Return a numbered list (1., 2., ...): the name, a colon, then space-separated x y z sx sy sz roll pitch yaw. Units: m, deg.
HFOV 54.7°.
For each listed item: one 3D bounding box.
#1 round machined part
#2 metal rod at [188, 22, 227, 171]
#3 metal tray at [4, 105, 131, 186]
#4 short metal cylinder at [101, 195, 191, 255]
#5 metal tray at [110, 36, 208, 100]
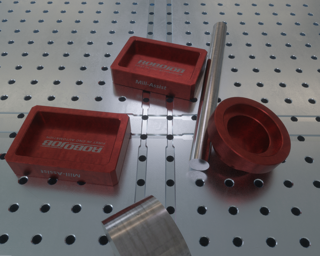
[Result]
1. round machined part: 0.103 0.012 0.376 0.099 0.042 0.098 11 51 -14
2. metal rod: 0.078 -0.068 0.465 0.025 0.025 0.300 9 51 8
3. metal tray: -0.109 0.019 0.387 0.131 0.030 0.090 6 50 5
4. short metal cylinder: -0.013 0.108 0.281 0.050 0.080 0.080 -26 55 -20
5. metal tray: 0.000 -0.097 0.485 0.131 0.030 0.090 14 51 11
